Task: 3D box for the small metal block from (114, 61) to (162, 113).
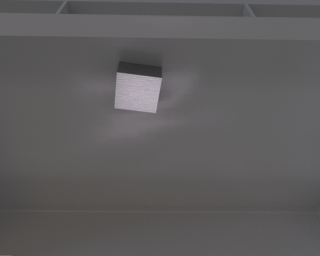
[{"bbox_3d":[-0.026,-0.048,0.368,0.050,0.025,0.050,6,130,-6],"label":"small metal block"}]
